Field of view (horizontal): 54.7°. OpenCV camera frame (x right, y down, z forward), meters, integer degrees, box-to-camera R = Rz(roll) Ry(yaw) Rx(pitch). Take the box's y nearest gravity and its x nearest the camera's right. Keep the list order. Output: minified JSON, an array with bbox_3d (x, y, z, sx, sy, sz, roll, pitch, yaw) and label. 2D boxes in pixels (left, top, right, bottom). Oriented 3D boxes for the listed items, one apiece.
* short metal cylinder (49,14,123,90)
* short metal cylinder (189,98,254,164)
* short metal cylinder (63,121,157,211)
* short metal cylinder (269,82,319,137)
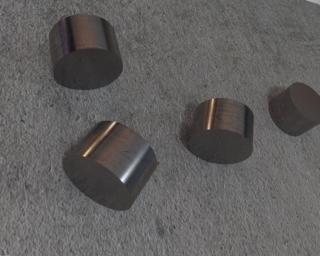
[{"bbox_3d":[-0.089,-0.089,0.375,0.081,0.080,0.050,-2,63,-29],"label":"short metal cylinder"},{"bbox_3d":[0.081,0.006,0.409,0.080,0.080,0.050,24,53,-14],"label":"short metal cylinder"},{"bbox_3d":[-0.050,0.039,0.318,0.080,0.080,0.050,38,51,-3],"label":"short metal cylinder"},{"bbox_3d":[0.237,-0.032,0.535,0.081,0.050,0.080,14,56,-21],"label":"short metal cylinder"}]
